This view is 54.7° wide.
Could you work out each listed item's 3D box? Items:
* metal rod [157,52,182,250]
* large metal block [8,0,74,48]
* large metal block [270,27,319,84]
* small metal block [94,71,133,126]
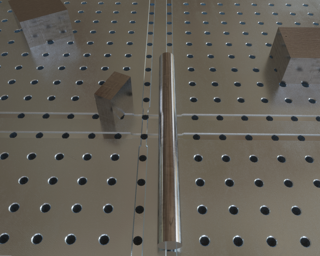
[{"bbox_3d":[0.011,0.002,0.405,0.025,0.025,0.300,0,50,0],"label":"metal rod"},{"bbox_3d":[-0.213,-0.197,0.555,0.081,0.050,0.080,-24,54,-19],"label":"large metal block"},{"bbox_3d":[0.229,-0.115,0.490,0.080,0.050,0.080,1,50,1],"label":"large metal block"},{"bbox_3d":[-0.062,-0.040,0.425,0.025,0.050,0.050,21,53,16],"label":"small metal block"}]
